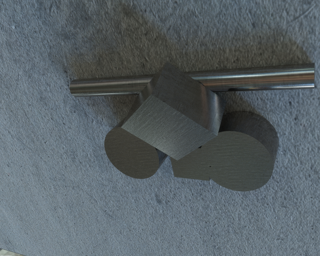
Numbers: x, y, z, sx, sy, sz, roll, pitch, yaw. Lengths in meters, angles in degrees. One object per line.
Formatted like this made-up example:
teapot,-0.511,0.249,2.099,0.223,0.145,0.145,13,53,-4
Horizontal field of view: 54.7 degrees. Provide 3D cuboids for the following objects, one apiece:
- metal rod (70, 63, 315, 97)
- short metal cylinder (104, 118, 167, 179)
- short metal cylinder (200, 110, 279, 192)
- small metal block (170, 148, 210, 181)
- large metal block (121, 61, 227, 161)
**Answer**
metal rod,0.015,-0.053,0.367,0.300,0.025,0.025,1,119,27
short metal cylinder,-0.027,0.022,0.419,0.080,0.050,0.079,13,124,21
short metal cylinder,0.093,0.026,0.359,0.080,0.050,0.079,13,124,21
small metal block,0.042,0.040,0.412,0.050,0.025,0.050,2,120,27
large metal block,0.014,-0.015,0.352,0.080,0.050,0.080,31,144,-13
